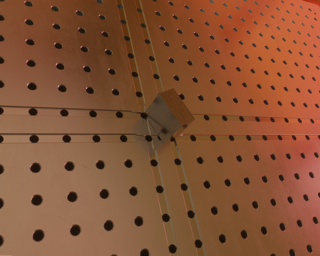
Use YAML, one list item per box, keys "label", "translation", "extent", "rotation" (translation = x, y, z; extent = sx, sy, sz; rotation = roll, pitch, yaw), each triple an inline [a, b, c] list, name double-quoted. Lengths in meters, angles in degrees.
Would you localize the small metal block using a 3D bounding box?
- label: "small metal block"
  translation: [0.011, -0.015, 0.407]
  extent: [0.025, 0.050, 0.050]
  rotation: [-25, 76, -37]
